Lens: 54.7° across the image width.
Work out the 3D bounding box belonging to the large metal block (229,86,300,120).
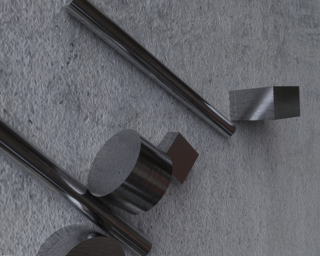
[{"bbox_3d":[0.173,-0.041,0.514,0.081,0.080,0.050,-7,95,-40],"label":"large metal block"}]

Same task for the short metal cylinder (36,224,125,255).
[{"bbox_3d":[-0.082,0.146,0.320,0.081,0.050,0.080,0,90,-40],"label":"short metal cylinder"}]

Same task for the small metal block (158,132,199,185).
[{"bbox_3d":[0.020,0.040,0.421,0.050,0.025,0.050,48,62,-29],"label":"small metal block"}]

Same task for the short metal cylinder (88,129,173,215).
[{"bbox_3d":[-0.033,0.048,0.341,0.050,0.080,0.080,39,66,-33],"label":"short metal cylinder"}]

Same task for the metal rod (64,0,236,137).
[{"bbox_3d":[0.009,-0.066,0.411,0.301,0.025,0.025,34,69,-35],"label":"metal rod"}]

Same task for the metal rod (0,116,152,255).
[{"bbox_3d":[-0.106,0.051,0.315,0.300,0.025,0.025,49,61,-29],"label":"metal rod"}]
